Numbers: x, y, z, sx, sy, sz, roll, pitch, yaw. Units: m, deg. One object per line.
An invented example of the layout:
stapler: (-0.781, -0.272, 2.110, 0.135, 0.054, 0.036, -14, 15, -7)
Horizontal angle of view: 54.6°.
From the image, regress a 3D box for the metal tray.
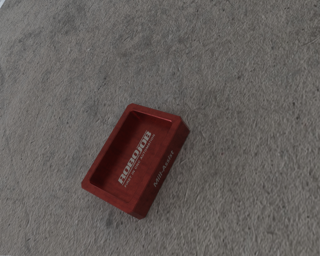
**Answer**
metal tray: (-0.031, 0.037, 0.395, 0.090, 0.030, 0.130, 18, 71, 35)
